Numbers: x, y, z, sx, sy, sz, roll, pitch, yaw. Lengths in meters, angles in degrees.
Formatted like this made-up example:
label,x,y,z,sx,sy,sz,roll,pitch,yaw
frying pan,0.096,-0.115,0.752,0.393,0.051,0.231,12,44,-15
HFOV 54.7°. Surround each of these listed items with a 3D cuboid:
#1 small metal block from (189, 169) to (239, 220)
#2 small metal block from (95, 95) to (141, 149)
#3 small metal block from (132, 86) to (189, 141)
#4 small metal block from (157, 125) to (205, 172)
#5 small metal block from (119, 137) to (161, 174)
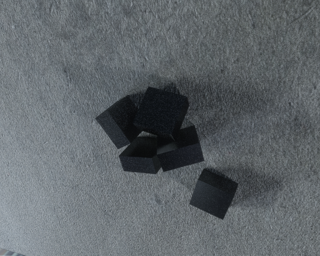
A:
label,x,y,z,sx,sy,sz,roll,pitch,yaw
small metal block,0.073,0.091,0.424,0.050,0.025,0.050,23,127,14
small metal block,-0.049,-0.008,0.411,0.025,0.050,0.050,-25,105,37
small metal block,0.002,-0.017,0.376,0.050,0.050,0.025,17,165,18
small metal block,0.024,0.024,0.382,0.050,0.050,0.025,-16,113,7
small metal block,-0.019,0.036,0.423,0.050,0.050,0.025,1,119,28
